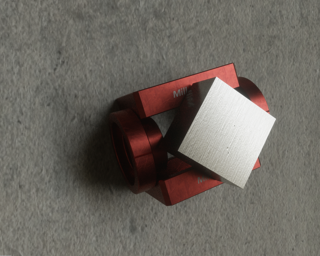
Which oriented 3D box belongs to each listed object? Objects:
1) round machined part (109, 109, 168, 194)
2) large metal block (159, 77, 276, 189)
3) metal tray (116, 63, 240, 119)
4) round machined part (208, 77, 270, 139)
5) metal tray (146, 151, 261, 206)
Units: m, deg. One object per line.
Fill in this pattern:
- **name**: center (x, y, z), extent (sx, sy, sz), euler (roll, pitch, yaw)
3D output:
- **round machined part**: center (-0.024, 0.024, 0.363), extent (0.042, 0.098, 0.097), euler (-17, 96, -20)
- **large metal block**: center (0.059, 0.005, 0.322), extent (0.080, 0.050, 0.080), euler (31, 80, -18)
- **metal tray**: center (0.020, -0.044, 0.385), extent (0.131, 0.090, 0.030), euler (-19, 97, -19)
- **round machined part**: center (0.095, -0.015, 0.407), extent (0.042, 0.098, 0.097), euler (-17, 96, -20)
- **metal tray**: center (0.047, 0.051, 0.393), extent (0.131, 0.090, 0.030), euler (-19, 97, -19)
